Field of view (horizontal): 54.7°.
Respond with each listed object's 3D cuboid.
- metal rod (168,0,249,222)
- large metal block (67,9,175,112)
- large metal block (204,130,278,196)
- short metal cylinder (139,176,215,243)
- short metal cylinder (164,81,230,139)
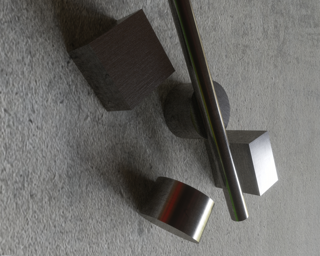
[{"bbox_3d":[0.066,-0.014,0.394,0.025,0.025,0.298,-29,108,-36],"label":"metal rod"},{"bbox_3d":[-0.041,-0.075,0.354,0.080,0.050,0.080,-46,118,-30],"label":"large metal block"},{"bbox_3d":[0.123,0.050,0.472,0.050,0.080,0.080,-26,107,-37],"label":"large metal block"},{"bbox_3d":[0.021,0.102,0.387,0.080,0.080,0.050,42,65,-32],"label":"short metal cylinder"},{"bbox_3d":[0.052,-0.024,0.432,0.081,0.050,0.080,0,90,-40],"label":"short metal cylinder"}]
